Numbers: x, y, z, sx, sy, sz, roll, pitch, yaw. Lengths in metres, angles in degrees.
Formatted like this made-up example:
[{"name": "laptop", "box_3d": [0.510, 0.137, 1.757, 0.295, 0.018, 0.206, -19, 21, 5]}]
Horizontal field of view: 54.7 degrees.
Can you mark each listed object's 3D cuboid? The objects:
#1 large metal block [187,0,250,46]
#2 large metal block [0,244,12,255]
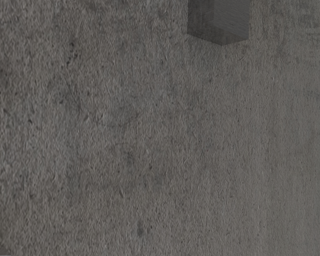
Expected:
[{"name": "large metal block", "box_3d": [0.088, -0.176, 0.461, 0.081, 0.050, 0.080, 4, 88, -40]}, {"name": "large metal block", "box_3d": [-0.158, 0.129, 0.237, 0.050, 0.080, 0.080, 46, 63, -31]}]
